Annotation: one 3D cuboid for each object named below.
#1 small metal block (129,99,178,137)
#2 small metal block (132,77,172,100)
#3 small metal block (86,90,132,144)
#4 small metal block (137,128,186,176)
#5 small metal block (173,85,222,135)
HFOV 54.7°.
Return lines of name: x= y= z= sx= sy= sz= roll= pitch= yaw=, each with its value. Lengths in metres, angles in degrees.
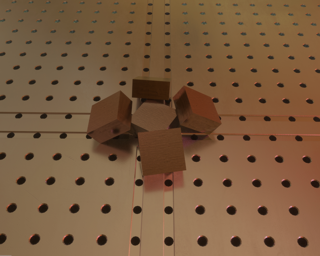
small metal block: x=-0.008 y=-0.008 z=0.413 sx=0.050 sy=0.025 sz=0.050 roll=25 pitch=54 yaw=19
small metal block: x=-0.010 y=-0.057 z=0.439 sx=0.050 sy=0.025 sz=0.050 roll=5 pitch=14 yaw=4
small metal block: x=-0.065 y=-0.014 z=0.404 sx=0.050 sy=0.025 sz=0.050 roll=-24 pitch=45 yaw=25
small metal block: x=0.001 y=0.028 z=0.368 sx=0.050 sy=0.025 sz=0.050 roll=-7 pitch=86 yaw=-6
small metal block: x=0.049 y=-0.023 z=0.412 sx=0.050 sy=0.025 sz=0.050 roll=18 pitch=41 yaw=-32
